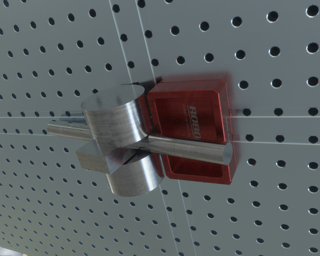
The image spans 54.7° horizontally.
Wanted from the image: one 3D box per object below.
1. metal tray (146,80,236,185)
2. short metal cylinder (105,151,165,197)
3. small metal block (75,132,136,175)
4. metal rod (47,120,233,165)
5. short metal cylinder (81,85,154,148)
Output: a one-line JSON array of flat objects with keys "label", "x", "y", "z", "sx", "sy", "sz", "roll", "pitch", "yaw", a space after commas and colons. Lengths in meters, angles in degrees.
[{"label": "metal tray", "x": 0.042, "y": 0.007, "z": 0.390, "sx": 0.090, "sy": 0.030, "sz": 0.129, "roll": 1, "pitch": 119, "yaw": 27}, {"label": "short metal cylinder", "x": -0.038, "y": 0.049, "z": 0.425, "sx": 0.080, "sy": 0.080, "sz": 0.050, "roll": 2, "pitch": 119, "yaw": 27}, {"label": "small metal block", "x": -0.067, "y": 0.030, "z": 0.387, "sx": 0.050, "sy": 0.050, "sz": 0.025, "roll": 6, "pitch": 121, "yaw": 35}, {"label": "metal rod", "x": -0.050, "y": 0.013, "z": 0.416, "sx": 0.300, "sy": 0.025, "sz": 0.025, "roll": 7, "pitch": 122, "yaw": 35}, {"label": "short metal cylinder", "x": -0.053, "y": -0.017, "z": 0.391, "sx": 0.080, "sy": 0.080, "sz": 0.050, "roll": 1, "pitch": 119, "yaw": 28}]
